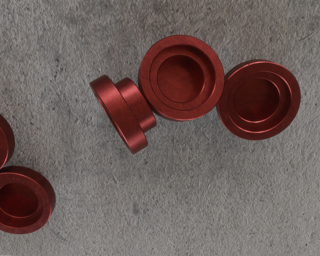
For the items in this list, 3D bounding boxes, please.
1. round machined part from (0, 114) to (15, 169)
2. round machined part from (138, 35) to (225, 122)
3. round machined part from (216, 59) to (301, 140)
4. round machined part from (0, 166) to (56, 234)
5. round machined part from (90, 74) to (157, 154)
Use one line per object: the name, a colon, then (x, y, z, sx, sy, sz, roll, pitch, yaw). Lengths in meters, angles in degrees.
round machined part: (-0.238, 0.012, 0.403, 0.099, 0.042, 0.097, 0, 110, 0)
round machined part: (0.022, -0.056, 0.367, 0.099, 0.042, 0.097, 1, 86, -11)
round machined part: (0.118, -0.037, 0.388, 0.099, 0.042, 0.097, 0, 110, 0)
round machined part: (-0.196, 0.096, 0.434, 0.099, 0.042, 0.097, 0, 110, 0)
round machined part: (-0.039, -0.021, 0.366, 0.042, 0.098, 0.098, -32, 108, -9)
